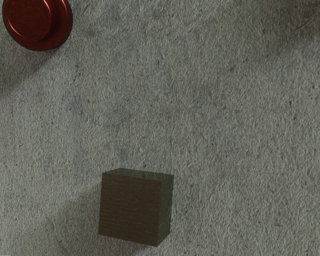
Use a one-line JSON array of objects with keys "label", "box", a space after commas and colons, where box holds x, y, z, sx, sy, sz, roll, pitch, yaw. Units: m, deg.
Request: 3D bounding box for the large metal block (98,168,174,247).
[{"label": "large metal block", "box": [-0.030, 0.099, 0.405, 0.080, 0.050, 0.079, 5, 92, 19]}]

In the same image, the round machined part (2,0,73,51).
[{"label": "round machined part", "box": [-0.180, -0.160, 0.444, 0.099, 0.042, 0.097, 2, 109, 5]}]

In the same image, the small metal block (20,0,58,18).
[{"label": "small metal block", "box": [-0.187, -0.207, 0.473, 0.050, 0.025, 0.050, -36, 79, 16]}]
